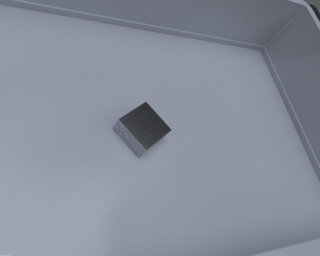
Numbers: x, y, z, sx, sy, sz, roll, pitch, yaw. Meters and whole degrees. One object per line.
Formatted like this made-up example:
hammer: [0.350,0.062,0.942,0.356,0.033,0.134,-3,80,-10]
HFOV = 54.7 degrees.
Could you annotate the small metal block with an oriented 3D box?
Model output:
small metal block: [-0.022,0.002,0.394,0.050,0.025,0.050,48,51,5]
